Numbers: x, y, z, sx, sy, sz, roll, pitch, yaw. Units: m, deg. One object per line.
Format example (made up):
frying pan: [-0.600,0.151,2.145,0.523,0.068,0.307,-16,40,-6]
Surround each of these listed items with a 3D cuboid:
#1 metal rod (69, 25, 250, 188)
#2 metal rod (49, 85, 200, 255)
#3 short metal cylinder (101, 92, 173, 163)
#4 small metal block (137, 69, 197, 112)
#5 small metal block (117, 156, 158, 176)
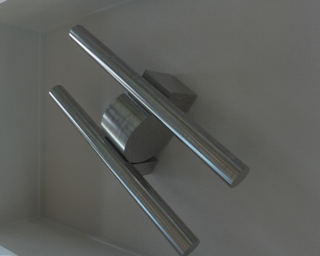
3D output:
metal rod: [-0.021,-0.043,0.356,0.300,0.025,0.025,43,116,31]
metal rod: [-0.062,0.034,0.390,0.300,0.025,0.025,43,116,31]
short metal cylinder: [-0.025,-0.003,0.388,0.050,0.081,0.080,44,116,31]
small metal block: [0.009,-0.045,0.379,0.050,0.050,0.025,44,117,30]
small metal block: [-0.040,0.040,0.419,0.050,0.050,0.025,44,117,30]
